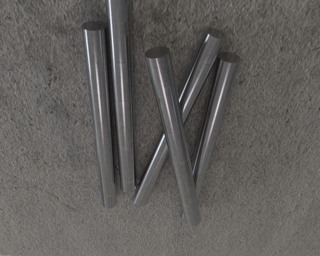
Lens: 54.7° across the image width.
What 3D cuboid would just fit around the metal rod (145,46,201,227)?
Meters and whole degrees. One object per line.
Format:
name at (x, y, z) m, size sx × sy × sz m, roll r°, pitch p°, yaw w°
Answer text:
metal rod at (0.025, 0.036, 0.403) m, size 0.025 × 0.025 × 0.298 m, roll -8°, pitch 130°, yaw 7°

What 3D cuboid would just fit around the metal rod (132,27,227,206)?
metal rod at (0.013, 0.009, 0.414) m, size 0.025 × 0.025 × 0.298 m, roll 14°, pitch 129°, yaw -12°

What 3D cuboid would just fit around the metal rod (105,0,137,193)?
metal rod at (-0.045, -0.023, 0.387) m, size 0.025 × 0.025 × 0.298 m, roll 1°, pitch 130°, yaw -1°

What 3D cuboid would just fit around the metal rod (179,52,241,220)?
metal rod at (0.061, 0.035, 0.437) m, size 0.025 × 0.025 × 0.298 m, roll 4°, pitch 130°, yaw -4°

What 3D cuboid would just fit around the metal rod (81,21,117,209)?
metal rod at (-0.075, 0.009, 0.413) m, size 0.025 × 0.025 × 0.298 m, roll 2°, pitch 130°, yaw -2°
